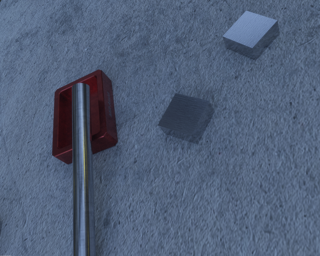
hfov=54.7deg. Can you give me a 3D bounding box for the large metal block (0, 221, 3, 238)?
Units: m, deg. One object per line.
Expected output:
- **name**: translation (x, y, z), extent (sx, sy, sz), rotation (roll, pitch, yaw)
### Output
- **large metal block**: translation (-0.272, 0.171, 0.423), extent (0.080, 0.050, 0.080), rotation (-20, 54, 16)

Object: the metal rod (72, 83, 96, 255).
- **metal rod**: translation (-0.094, 0.077, 0.377), extent (0.025, 0.025, 0.299), rotation (-17, 63, 18)

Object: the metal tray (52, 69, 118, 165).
- **metal tray**: translation (-0.116, -0.019, 0.470), extent (0.090, 0.030, 0.130), rotation (-22, 54, 14)

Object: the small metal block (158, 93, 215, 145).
- **small metal block**: translation (0.034, -0.012, 0.393), extent (0.050, 0.025, 0.050), rotation (18, 71, 34)

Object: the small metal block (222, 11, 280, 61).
- **small metal block**: translation (0.122, -0.125, 0.416), extent (0.050, 0.025, 0.050), rotation (-48, 52, -6)
